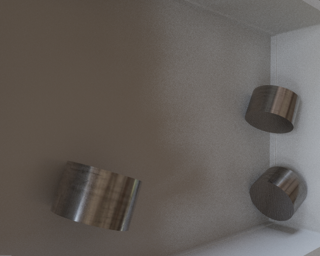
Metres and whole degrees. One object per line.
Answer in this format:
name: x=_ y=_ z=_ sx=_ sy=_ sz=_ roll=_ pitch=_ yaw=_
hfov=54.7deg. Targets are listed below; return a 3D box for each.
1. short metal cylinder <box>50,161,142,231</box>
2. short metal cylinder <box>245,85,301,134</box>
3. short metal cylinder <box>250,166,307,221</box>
short metal cylinder: x=-0.064 y=0.069 z=0.318 sx=0.080 sy=0.080 sz=0.050 roll=25 pitch=75 yaw=-37
short metal cylinder: x=0.193 y=-0.031 z=0.532 sx=0.080 sy=0.080 sz=0.050 roll=35 pitch=69 yaw=-35
short metal cylinder: x=0.207 y=0.115 z=0.544 sx=0.050 sy=0.080 sz=0.080 roll=-32 pitch=110 yaw=-35
